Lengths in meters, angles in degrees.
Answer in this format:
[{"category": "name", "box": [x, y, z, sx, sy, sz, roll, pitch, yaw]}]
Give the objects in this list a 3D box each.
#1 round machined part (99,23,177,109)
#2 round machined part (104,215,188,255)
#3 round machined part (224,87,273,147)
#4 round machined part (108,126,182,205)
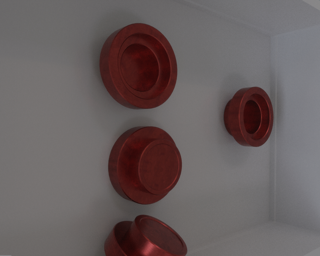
[{"category": "round machined part", "box": [-0.029, -0.071, 0.371, 0.099, 0.042, 0.097, 0, 90, -40]}, {"category": "round machined part", "box": [-0.009, 0.135, 0.347, 0.098, 0.098, 0.042, 27, 98, -37]}, {"category": "round machined part", "box": [0.144, -0.018, 0.516, 0.099, 0.042, 0.097, 0, 90, -40]}, {"category": "round machined part", "box": [-0.011, 0.047, 0.386, 0.099, 0.042, 0.097, 0, 90, -40]}]
